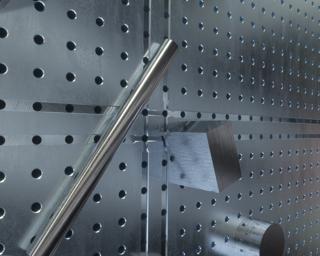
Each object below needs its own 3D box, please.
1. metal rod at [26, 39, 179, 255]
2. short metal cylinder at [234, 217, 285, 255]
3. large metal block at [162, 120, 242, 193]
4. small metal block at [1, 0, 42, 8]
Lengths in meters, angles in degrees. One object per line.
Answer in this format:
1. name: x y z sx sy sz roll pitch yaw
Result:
1. metal rod: -0.054 0.009 0.365 0.025 0.025 0.300 44 63 -32
2. short metal cylinder: 0.175 0.202 0.543 0.081 0.050 0.079 0 90 -40
3. large metal block: 0.057 0.035 0.424 0.050 0.080 0.079 -23 105 -38
4. small metal block: -0.134 -0.149 0.298 0.050 0.025 0.050 -32 110 -36
